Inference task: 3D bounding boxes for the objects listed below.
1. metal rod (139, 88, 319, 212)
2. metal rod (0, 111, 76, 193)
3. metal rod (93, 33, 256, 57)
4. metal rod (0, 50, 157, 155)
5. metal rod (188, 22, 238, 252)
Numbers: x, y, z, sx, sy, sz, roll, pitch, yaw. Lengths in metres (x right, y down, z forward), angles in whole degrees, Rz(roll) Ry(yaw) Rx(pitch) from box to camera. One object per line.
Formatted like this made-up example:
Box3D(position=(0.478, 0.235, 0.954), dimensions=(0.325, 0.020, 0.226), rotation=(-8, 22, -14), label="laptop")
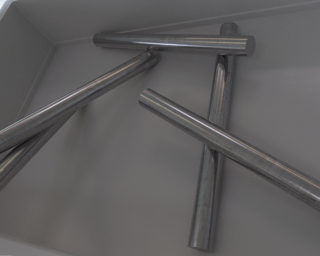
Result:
Box3D(position=(0.093, 0.030, 0.313), dimensions=(0.300, 0.025, 0.025), rotation=(32, 79, 30), label="metal rod")
Box3D(position=(-0.171, 0.029, 0.392), dimensions=(0.025, 0.025, 0.301), rotation=(-9, 30, 24), label="metal rod")
Box3D(position=(-0.002, -0.129, 0.466), dimensions=(0.300, 0.025, 0.025), rotation=(16, 70, 40), label="metal rod")
Box3D(position=(-0.123, -0.032, 0.414), dimensions=(0.302, 0.025, 0.025), rotation=(-36, 47, -27), label="metal rod")
Box3D(position=(0.069, -0.010, 0.375), dimensions=(0.025, 0.025, 0.300), rotation=(-2, 61, 27), label="metal rod")
